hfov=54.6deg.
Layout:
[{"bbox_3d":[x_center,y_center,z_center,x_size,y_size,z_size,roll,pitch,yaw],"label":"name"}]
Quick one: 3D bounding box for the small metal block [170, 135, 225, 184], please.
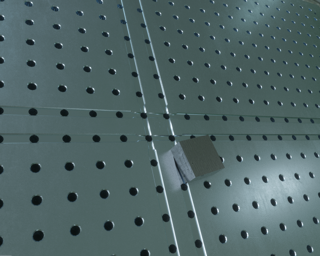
[{"bbox_3d":[0.049,0.040,0.410,0.050,0.025,0.050,-11,68,-33],"label":"small metal block"}]
